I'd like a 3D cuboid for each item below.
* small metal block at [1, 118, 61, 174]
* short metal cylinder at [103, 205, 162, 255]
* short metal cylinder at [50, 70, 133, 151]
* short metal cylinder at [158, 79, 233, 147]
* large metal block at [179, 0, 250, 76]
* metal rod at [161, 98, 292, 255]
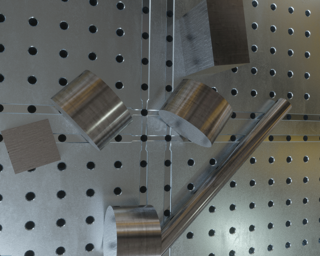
[{"bbox_3d":[-0.148,0.020,0.358,0.050,0.025,0.050,-18,96,-19],"label":"small metal block"},{"bbox_3d":[-0.036,0.133,0.370,0.050,0.080,0.080,4,89,-20],"label":"short metal cylinder"},{"bbox_3d":[-0.078,-0.019,0.355,0.050,0.080,0.080,-44,104,-14],"label":"short metal cylinder"},{"bbox_3d":[0.045,-0.018,0.400,0.080,0.080,0.050,38,78,-16],"label":"short metal cylinder"},{"bbox_3d":[0.068,-0.116,0.408,0.050,0.080,0.080,-9,93,-20],"label":"large metal block"},{"bbox_3d":[0.091,0.065,0.446,0.301,0.025,0.025,-45,104,-15],"label":"metal rod"}]
